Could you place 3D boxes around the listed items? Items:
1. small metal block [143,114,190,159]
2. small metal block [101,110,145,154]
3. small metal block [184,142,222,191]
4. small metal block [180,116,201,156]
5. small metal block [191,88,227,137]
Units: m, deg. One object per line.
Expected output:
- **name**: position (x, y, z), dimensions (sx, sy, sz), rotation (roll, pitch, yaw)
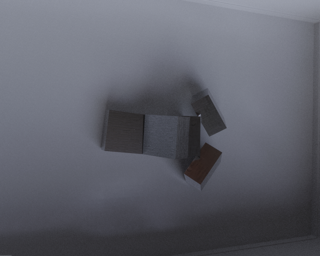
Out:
- **small metal block**: position (0.007, 0.010, 0.380), dimensions (0.025, 0.050, 0.050), rotation (1, 93, -52)
- **small metal block**: position (-0.045, 0.005, 0.392), dimensions (0.050, 0.025, 0.050), rotation (7, 88, -20)
- **small metal block**: position (0.058, 0.053, 0.416), dimensions (0.025, 0.050, 0.050), rotation (32, 76, 18)
- **small metal block**: position (0.030, 0.010, 0.408), dimensions (0.025, 0.050, 0.050), rotation (1, 90, -20)
- **small metal block**: position (0.066, -0.023, 0.418), dimensions (0.025, 0.050, 0.050), rotation (-28, 102, 15)
